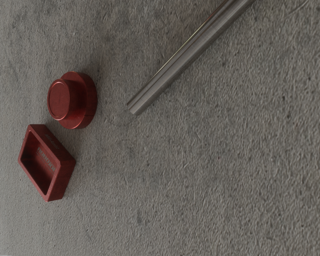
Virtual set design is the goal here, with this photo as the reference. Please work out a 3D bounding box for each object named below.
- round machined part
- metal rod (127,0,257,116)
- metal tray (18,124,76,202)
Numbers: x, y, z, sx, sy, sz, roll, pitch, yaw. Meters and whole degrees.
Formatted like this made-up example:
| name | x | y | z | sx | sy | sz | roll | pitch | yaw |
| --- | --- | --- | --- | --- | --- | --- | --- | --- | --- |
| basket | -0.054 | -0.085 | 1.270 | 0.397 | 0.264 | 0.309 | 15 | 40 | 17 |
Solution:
| name | x | y | z | sx | sy | sz | roll | pitch | yaw |
| --- | --- | --- | --- | --- | --- | --- | --- | --- | --- |
| round machined part | -0.153 | -0.047 | 0.520 | 0.098 | 0.042 | 0.097 | 0 | 90 | 40 |
| metal rod | 0.058 | -0.113 | 0.356 | 0.299 | 0.025 | 0.025 | -42 | 65 | 32 |
| metal tray | -0.215 | 0.062 | 0.579 | 0.130 | 0.030 | 0.089 | 39 | 114 | 33 |
